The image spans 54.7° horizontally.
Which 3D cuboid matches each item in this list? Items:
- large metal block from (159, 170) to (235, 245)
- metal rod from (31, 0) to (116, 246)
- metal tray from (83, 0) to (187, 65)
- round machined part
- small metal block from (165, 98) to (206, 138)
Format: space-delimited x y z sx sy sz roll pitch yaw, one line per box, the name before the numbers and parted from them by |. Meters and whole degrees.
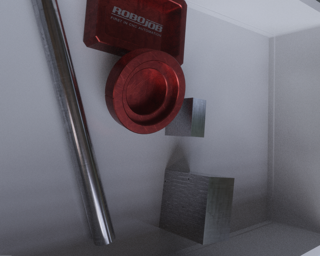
large metal block | 0.048 0.101 0.413 0.050 0.080 0.080 10 84 -40
metal rod | -0.093 -0.016 0.329 0.025 0.025 0.298 -20 103 -39
metal tray | -0.025 -0.131 0.383 0.131 0.030 0.089 7 86 -40
round machined part | -0.021 -0.045 0.368 0.099 0.042 0.097 -14 116 -32
small metal block | 0.034 -0.013 0.421 0.025 0.050 0.050 6 86 -40
